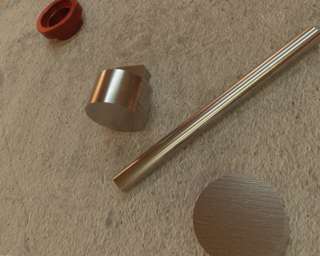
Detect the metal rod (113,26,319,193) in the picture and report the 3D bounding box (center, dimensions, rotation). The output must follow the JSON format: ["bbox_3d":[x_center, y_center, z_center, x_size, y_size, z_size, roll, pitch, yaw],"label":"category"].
[{"bbox_3d":[0.068,-0.021,0.381,0.300,0.025,0.025,-38,51,2],"label":"metal rod"}]

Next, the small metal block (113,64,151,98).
[{"bbox_3d":[-0.047,-0.066,0.469,0.050,0.025,0.050,0,62,28],"label":"small metal block"}]

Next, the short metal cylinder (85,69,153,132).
[{"bbox_3d":[-0.054,-0.035,0.418,0.080,0.080,0.050,-1,61,27],"label":"short metal cylinder"}]

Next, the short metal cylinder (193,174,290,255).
[{"bbox_3d":[0.077,0.090,0.292,0.080,0.050,0.080,-13,56,21],"label":"short metal cylinder"}]

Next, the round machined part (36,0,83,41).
[{"bbox_3d":[-0.198,-0.218,0.631,0.098,0.042,0.098,-13,56,21],"label":"round machined part"}]
